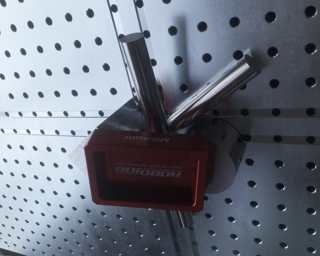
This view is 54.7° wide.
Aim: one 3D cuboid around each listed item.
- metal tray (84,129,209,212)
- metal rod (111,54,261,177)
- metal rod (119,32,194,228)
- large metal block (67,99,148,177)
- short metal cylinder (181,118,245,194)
[{"bbox_3d":[-0.014,0.050,0.353,0.131,0.030,0.089,3,122,5],"label":"metal tray"},{"bbox_3d":[0.004,0.006,0.412,0.025,0.025,0.299,47,129,-6],"label":"metal rod"},{"bbox_3d":[0.006,0.027,0.394,0.025,0.025,0.298,4,130,26],"label":"metal rod"},{"bbox_3d":[-0.065,0.018,0.418,0.050,0.080,0.080,47,129,-5],"label":"large metal block"},{"bbox_3d":[0.059,0.034,0.383,0.080,0.050,0.079,13,124,20],"label":"short metal cylinder"}]
